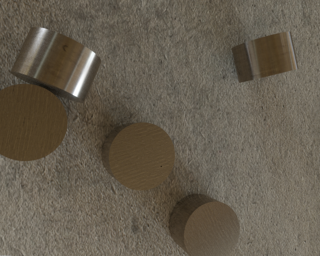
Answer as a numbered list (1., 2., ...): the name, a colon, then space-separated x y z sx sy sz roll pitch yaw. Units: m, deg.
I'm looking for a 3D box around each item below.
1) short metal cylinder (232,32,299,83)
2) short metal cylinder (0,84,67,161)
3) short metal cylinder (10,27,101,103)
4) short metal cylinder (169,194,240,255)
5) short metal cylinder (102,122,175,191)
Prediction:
1. short metal cylinder: 0.146 -0.097 0.433 0.081 0.080 0.050 -16 96 -19
2. short metal cylinder: -0.146 -0.006 0.342 0.081 0.050 0.080 0 90 -20
3. short metal cylinder: -0.112 -0.066 0.338 0.080 0.080 0.050 23 83 -19
4. short metal cylinder: 0.059 0.133 0.417 0.081 0.050 0.080 0 90 -20
5. short metal cylinder: -0.028 0.033 0.385 0.081 0.050 0.080 0 90 -20
